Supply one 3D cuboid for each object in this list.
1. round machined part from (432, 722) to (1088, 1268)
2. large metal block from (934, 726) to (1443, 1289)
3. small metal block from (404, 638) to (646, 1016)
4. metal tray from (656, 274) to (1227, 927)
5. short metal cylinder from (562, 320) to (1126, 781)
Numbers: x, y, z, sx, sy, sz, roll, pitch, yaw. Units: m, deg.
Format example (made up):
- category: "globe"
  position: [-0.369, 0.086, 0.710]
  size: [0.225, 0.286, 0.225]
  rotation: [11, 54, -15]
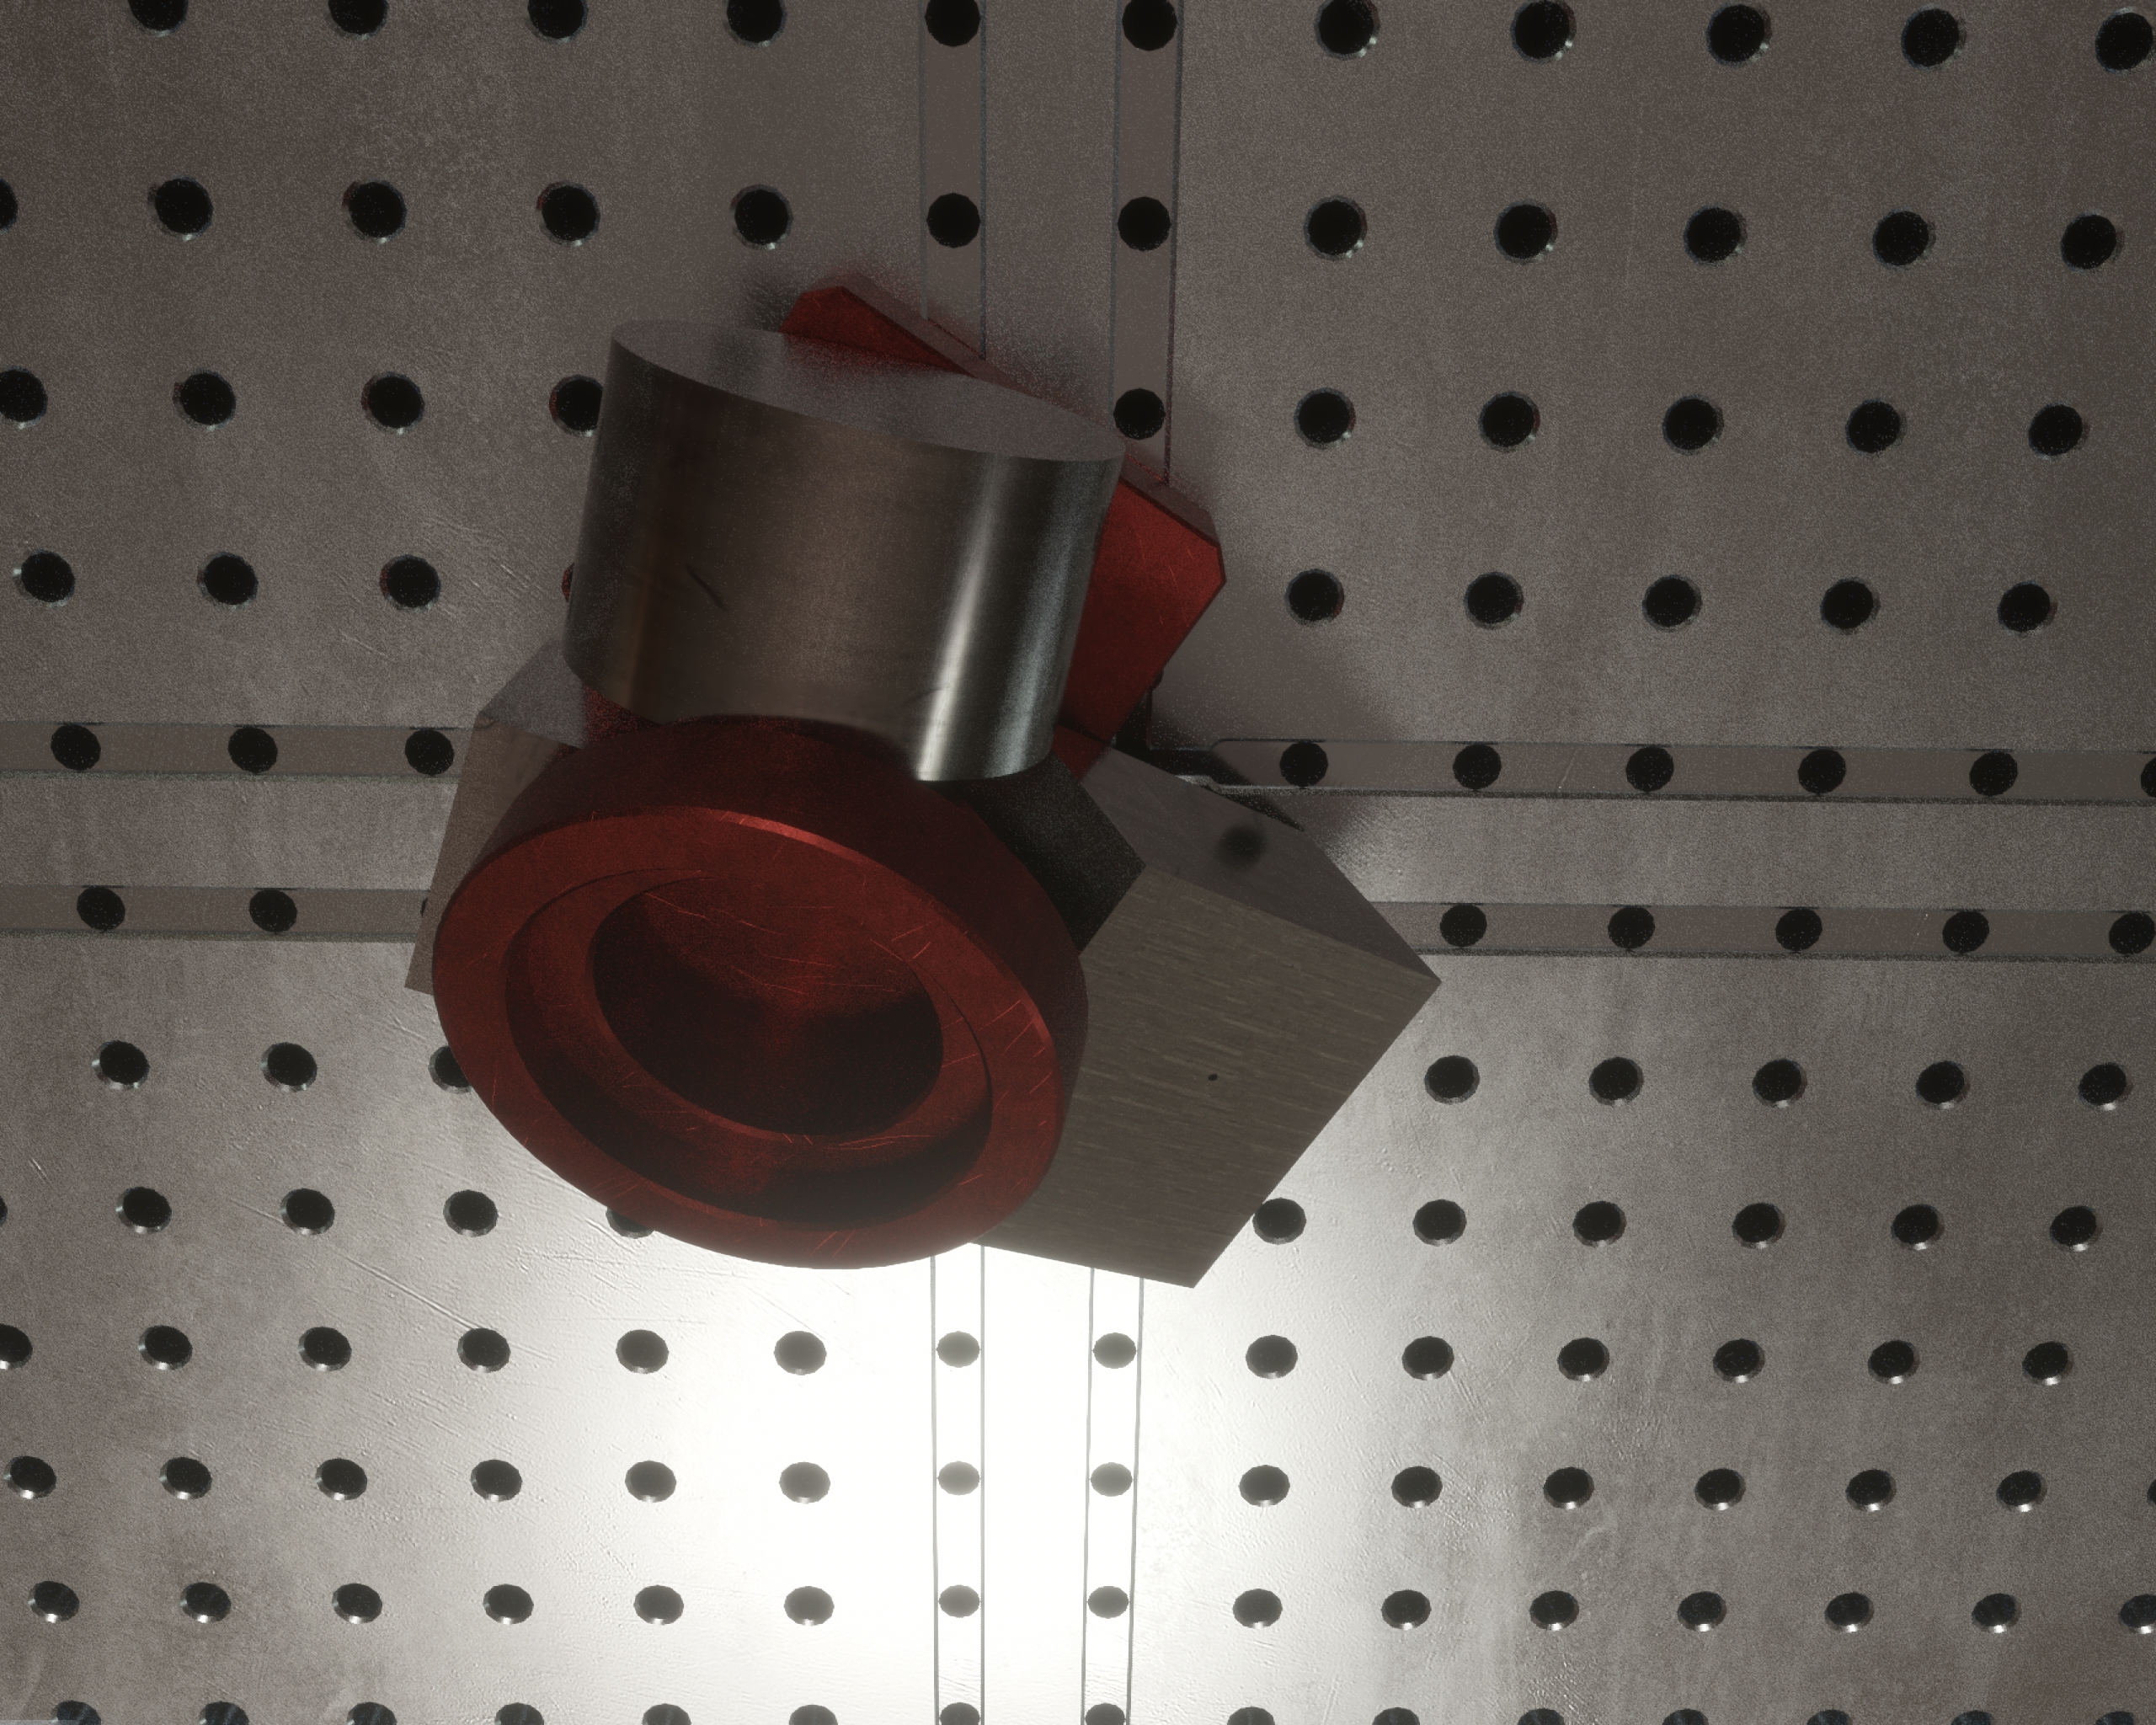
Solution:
- category: "round machined part"
  position: [-0.047, 0.017, 0.330]
  size: [0.098, 0.042, 0.097]
  rotation: [7, 131, 8]
- category: "large metal block"
  position: [0.006, 0.028, 0.391]
  size: [0.080, 0.050, 0.080]
  rotation: [21, 112, -41]
- category: "small metal block"
  position: [-0.092, -0.006, 0.363]
  size: [0.025, 0.050, 0.050]
  rotation: [18, 109, -7]
- category: "metal tray"
  position: [-0.045, -0.033, 0.398]
  size: [0.090, 0.030, 0.129]
  rotation: [33, 106, -12]
- category: "short metal cylinder"
  position: [-0.037, -0.051, 0.332]
  size: [0.081, 0.080, 0.050]
  rotation: [13, 110, -5]
